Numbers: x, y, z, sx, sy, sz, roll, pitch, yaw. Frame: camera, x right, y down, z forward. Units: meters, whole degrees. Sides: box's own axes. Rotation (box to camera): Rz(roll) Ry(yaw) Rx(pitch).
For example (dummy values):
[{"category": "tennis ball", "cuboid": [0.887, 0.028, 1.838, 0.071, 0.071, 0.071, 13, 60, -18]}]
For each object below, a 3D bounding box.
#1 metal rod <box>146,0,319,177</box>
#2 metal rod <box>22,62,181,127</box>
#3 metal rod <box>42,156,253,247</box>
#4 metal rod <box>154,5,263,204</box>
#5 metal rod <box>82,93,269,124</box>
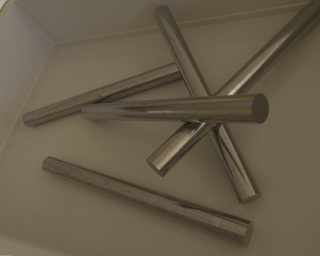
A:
[{"category": "metal rod", "cuboid": [0.100, -0.058, 0.355, 0.301, 0.025, 0.025, -43, 50, -16]}, {"category": "metal rod", "cuboid": [-0.091, -0.051, 0.484, 0.301, 0.025, 0.025, -15, 56, 19]}, {"category": "metal rod", "cuboid": [-0.039, 0.078, 0.378, 0.300, 0.025, 0.025, 11, 67, 32]}, {"category": "metal rod", "cuboid": [0.047, -0.050, 0.388, 0.025, 0.025, 0.299, -27, 60, 11]}, {"category": "metal rod", "cuboid": [-0.014, -0.020, 0.366, 0.300, 0.025, 0.025, 3, 62, 50]}]
